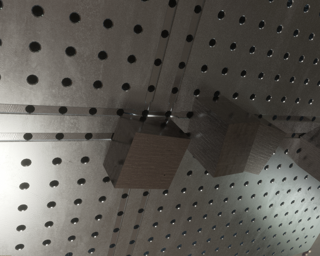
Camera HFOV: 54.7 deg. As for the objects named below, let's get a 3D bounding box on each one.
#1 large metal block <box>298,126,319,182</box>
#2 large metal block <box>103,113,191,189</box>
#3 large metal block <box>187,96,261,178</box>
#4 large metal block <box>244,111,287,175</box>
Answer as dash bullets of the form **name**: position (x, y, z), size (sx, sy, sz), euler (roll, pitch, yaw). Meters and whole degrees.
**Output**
- **large metal block**: position (0.314, 0.055, 0.585), size (0.050, 0.080, 0.080), euler (-25, 128, -13)
- **large metal block**: position (-0.019, 0.032, 0.407), size (0.081, 0.050, 0.079), euler (9, 114, -33)
- **large metal block**: position (0.082, 0.009, 0.428), size (0.050, 0.080, 0.079), euler (-5, 121, -26)
- **large metal block**: position (0.136, 0.021, 0.485), size (0.081, 0.050, 0.080), euler (17, 109, -36)
